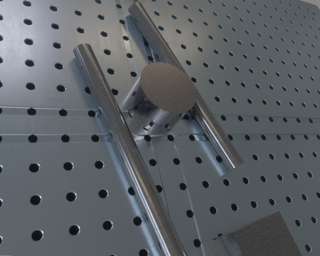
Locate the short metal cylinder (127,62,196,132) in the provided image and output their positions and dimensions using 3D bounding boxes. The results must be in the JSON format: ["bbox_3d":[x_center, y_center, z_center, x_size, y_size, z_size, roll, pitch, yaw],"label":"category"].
[{"bbox_3d":[0.001,-0.042,0.419,0.081,0.050,0.080,14,56,-21],"label":"short metal cylinder"}]

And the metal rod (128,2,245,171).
[{"bbox_3d":[0.033,-0.071,0.469,0.025,0.025,0.299,-20,73,-36],"label":"metal rod"}]

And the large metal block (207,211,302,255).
[{"bbox_3d":[0.116,0.153,0.361,0.081,0.050,0.080,-10,67,-32],"label":"large metal block"}]

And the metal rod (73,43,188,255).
[{"bbox_3d":[-0.041,0.023,0.372,0.025,0.025,0.299,-14,69,-34],"label":"metal rod"}]
